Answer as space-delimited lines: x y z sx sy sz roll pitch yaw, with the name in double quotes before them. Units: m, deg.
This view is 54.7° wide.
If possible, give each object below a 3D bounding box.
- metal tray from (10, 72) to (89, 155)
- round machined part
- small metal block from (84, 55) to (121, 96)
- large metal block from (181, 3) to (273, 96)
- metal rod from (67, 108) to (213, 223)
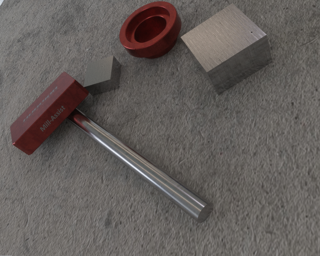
"metal tray" -0.178 -0.028 0.493 0.130 0.030 0.090 -48 33 -5
"round machined part" -0.011 -0.149 0.490 0.098 0.042 0.098 -13 56 21
"small metal block" -0.093 -0.085 0.505 0.050 0.025 0.050 -12 56 21
"large metal block" 0.086 -0.103 0.406 0.080 0.050 0.080 -32 52 7
"metal rod" -0.055 0.028 0.415 0.300 0.025 0.025 31 79 37
